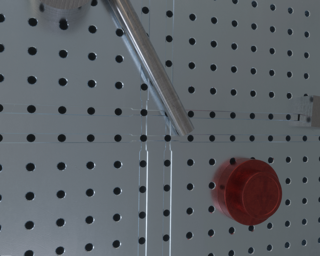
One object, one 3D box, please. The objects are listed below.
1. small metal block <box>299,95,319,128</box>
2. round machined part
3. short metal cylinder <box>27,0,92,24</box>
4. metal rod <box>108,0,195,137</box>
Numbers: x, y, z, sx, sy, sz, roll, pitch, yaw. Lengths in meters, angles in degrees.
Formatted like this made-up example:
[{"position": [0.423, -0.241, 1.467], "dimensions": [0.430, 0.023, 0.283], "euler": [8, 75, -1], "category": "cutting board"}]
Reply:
[{"position": [0.260, -0.025, 0.509], "dimensions": [0.050, 0.025, 0.050], "euler": [6, 88, -20], "category": "small metal block"}, {"position": [0.138, 0.095, 0.455], "dimensions": [0.099, 0.042, 0.097], "euler": [0, 90, -20], "category": "round machined part"}, {"position": [-0.115, -0.168, 0.357], "dimensions": [0.081, 0.050, 0.079], "euler": [0, 90, -20], "category": "short metal cylinder"}, {"position": [-0.032, -0.124, 0.400], "dimensions": [0.025, 0.025, 0.299], "euler": [-31, 100, -17], "category": "metal rod"}]
